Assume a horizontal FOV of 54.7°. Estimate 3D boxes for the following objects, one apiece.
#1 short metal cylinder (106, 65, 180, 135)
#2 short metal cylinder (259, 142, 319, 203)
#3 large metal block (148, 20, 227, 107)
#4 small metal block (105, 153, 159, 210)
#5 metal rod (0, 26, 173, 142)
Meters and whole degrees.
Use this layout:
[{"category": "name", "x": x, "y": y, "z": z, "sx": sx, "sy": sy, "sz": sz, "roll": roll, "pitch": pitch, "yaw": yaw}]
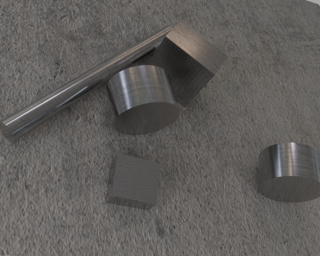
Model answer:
[{"category": "short metal cylinder", "x": -0.021, "y": -0.031, "z": 0.376, "sx": 0.081, "sy": 0.080, "sz": 0.050, "roll": -1, "pitch": 62, "yaw": -29}, {"category": "short metal cylinder", "x": 0.178, "y": 0.063, "z": 0.426, "sx": 0.080, "sy": 0.080, "sz": 0.050, "roll": 22, "pitch": 54, "yaw": -15}, {"category": "large metal block", "x": 0.033, "y": -0.089, "z": 0.441, "sx": 0.080, "sy": 0.080, "sz": 0.050, "roll": 38, "pitch": 51, "yaw": -3}, {"category": "small metal block", "x": -0.031, "y": 0.061, "z": 0.350, "sx": 0.050, "sy": 0.025, "sz": 0.050, "roll": 16, "pitch": 55, "yaw": -19}, {"category": "metal rod", "x": -0.071, "y": -0.076, "z": 0.411, "sx": 0.025, "sy": 0.025, "sz": 0.302, "roll": 45, "pitch": 51, "yaw": 3}]
